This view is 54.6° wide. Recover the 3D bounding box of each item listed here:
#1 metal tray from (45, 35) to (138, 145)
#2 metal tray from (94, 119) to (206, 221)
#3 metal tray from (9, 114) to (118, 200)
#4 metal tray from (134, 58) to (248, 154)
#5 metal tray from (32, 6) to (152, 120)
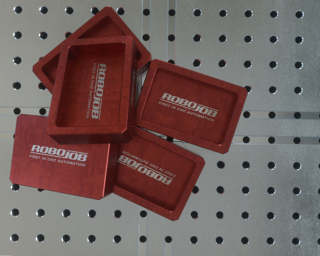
[{"bbox_3d":[-0.076,-0.047,0.368,0.090,0.030,0.130,-2,66,7],"label":"metal tray"},{"bbox_3d":[-0.018,0.053,0.410,0.130,0.030,0.090,25,90,0],"label":"metal tray"},{"bbox_3d":[-0.121,0.034,0.393,0.130,0.030,0.090,7,91,14],"label":"metal tray"},{"bbox_3d":[0.038,-0.028,0.410,0.131,0.030,0.090,18,91,0],"label":"metal tray"},{"bbox_3d":[-0.087,-0.083,0.409,0.130,0.030,0.090,-39,89,0],"label":"metal tray"}]
